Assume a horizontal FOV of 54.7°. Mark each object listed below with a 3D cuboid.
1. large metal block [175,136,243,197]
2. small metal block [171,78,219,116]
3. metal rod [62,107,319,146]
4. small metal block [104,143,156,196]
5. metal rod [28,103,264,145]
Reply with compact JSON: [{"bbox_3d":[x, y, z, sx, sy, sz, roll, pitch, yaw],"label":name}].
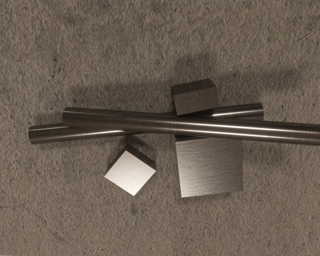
[{"bbox_3d":[0.063,0.040,0.412,0.080,0.050,0.079,-7,110,2],"label":"large metal block"},{"bbox_3d":[0.042,-0.040,0.382,0.050,0.050,0.025,-12,109,4],"label":"small metal block"},{"bbox_3d":[0.032,-0.003,0.371,0.302,0.025,0.025,4,110,7],"label":"metal rod"},{"bbox_3d":[-0.041,0.058,0.431,0.050,0.025,0.050,36,106,-13],"label":"small metal block"},{"bbox_3d":[-0.019,-0.005,0.407,0.302,0.025,0.025,-6,110,1],"label":"metal rod"}]
